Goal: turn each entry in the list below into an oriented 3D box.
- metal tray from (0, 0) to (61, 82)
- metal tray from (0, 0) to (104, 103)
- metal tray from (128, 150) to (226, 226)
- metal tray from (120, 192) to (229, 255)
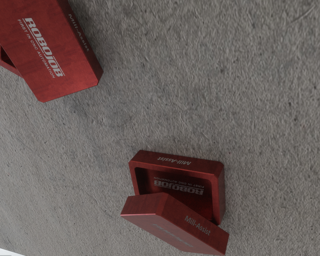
[{"bbox_3d":[-0.176,-0.128,0.417,0.090,0.030,0.129,29,128,9],"label":"metal tray"},{"bbox_3d":[-0.139,-0.102,0.381,0.090,0.030,0.129,-16,122,13],"label":"metal tray"},{"bbox_3d":[0.025,0.084,0.442,0.130,0.030,0.089,6,121,25],"label":"metal tray"},{"bbox_3d":[0.021,0.136,0.433,0.130,0.030,0.090,38,146,-25],"label":"metal tray"}]
